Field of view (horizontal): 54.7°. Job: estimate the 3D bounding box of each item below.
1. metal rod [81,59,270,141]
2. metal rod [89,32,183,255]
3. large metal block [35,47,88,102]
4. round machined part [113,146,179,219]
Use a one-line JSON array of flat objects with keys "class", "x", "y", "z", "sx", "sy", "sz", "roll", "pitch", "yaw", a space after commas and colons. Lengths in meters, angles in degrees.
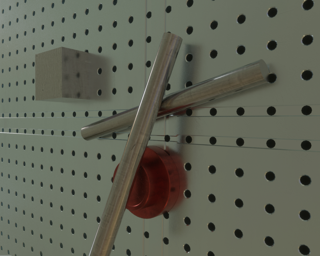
[{"class": "metal rod", "x": -0.005, "y": -0.025, "z": 0.411, "sx": 0.300, "sy": 0.025, "sz": 0.025, "roll": -17, "pitch": 80, "yaw": 38}, {"class": "metal rod", "x": -0.032, "y": 0.029, "z": 0.382, "sx": 0.025, "sy": 0.025, "sz": 0.298, "roll": 19, "pitch": 90, "yaw": 38}, {"class": "large metal block", "x": -0.168, "y": -0.087, "z": 0.529, "sx": 0.080, "sy": 0.050, "sz": 0.079, "roll": 0, "pitch": 90, "yaw": 39}, {"class": "round machined part", "x": -0.026, "y": 0.073, "z": 0.417, "sx": 0.098, "sy": 0.042, "sz": 0.097, "roll": 0, "pitch": 90, "yaw": 39}]
